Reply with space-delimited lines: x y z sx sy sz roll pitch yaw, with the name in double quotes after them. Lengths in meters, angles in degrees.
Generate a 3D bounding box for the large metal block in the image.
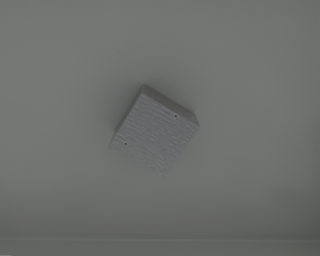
-0.008 0.003 0.395 0.080 0.050 0.080 30 107 -11 "large metal block"
